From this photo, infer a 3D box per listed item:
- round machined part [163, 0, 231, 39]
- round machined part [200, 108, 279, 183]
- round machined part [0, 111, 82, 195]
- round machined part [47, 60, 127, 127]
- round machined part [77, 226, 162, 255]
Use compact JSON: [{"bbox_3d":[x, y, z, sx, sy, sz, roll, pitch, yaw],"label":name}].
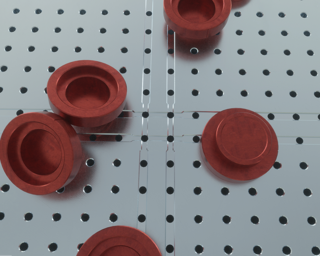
[{"bbox_3d":[0.054,-0.174,0.467,0.099,0.042,0.098,0,70,0],"label":"round machined part"},{"bbox_3d":[0.103,0.018,0.397,0.099,0.042,0.098,0,70,0],"label":"round machined part"},{"bbox_3d":[-0.139,0.028,0.378,0.098,0.042,0.097,1,96,14],"label":"round machined part"},{"bbox_3d":[-0.094,-0.040,0.407,0.099,0.042,0.098,6,54,-8],"label":"round machined part"},{"bbox_3d":[-0.044,0.160,0.344,0.099,0.042,0.098,0,70,0],"label":"round machined part"}]
